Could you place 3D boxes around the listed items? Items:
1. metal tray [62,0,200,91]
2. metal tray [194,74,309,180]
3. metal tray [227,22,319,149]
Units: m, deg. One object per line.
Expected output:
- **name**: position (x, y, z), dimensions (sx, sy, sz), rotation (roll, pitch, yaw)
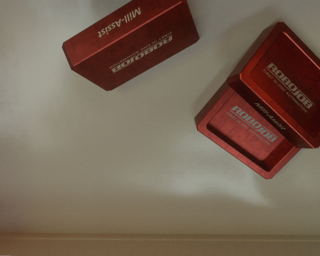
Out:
- **metal tray**: position (-0.027, -0.094, 0.340), dimensions (0.130, 0.090, 0.030), rotation (-28, 75, 10)
- **metal tray**: position (0.123, -0.002, 0.408), dimensions (0.130, 0.030, 0.090), rotation (35, 106, -12)
- **metal tray**: position (0.155, -0.048, 0.368), dimensions (0.130, 0.030, 0.090), rotation (40, 77, -11)
